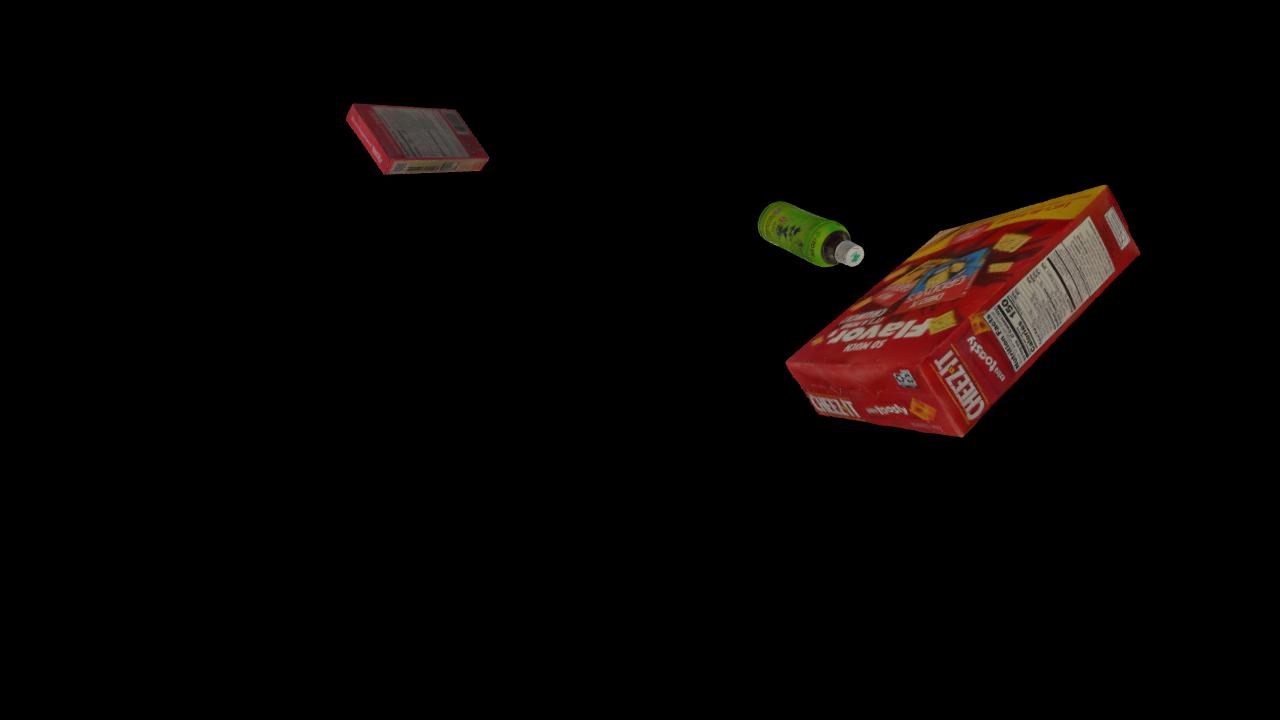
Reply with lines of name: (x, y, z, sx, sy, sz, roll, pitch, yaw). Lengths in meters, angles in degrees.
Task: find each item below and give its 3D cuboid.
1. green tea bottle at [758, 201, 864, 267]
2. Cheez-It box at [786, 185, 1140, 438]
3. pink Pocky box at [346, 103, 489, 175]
green tea bottle: (0.258, -0.187, 0.928, 0.073, 0.073, 0.212, 0, 23, -22)
Cheez-It box: (0.253, -0.038, 0.505, 0.223, 0.071, 0.166, -38, 11, -15)
pink Pocky box: (-0.267, -0.270, 0.753, 0.029, 0.084, 0.155, -40, -7, 35)
